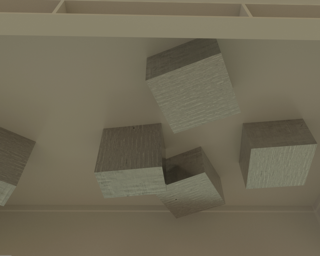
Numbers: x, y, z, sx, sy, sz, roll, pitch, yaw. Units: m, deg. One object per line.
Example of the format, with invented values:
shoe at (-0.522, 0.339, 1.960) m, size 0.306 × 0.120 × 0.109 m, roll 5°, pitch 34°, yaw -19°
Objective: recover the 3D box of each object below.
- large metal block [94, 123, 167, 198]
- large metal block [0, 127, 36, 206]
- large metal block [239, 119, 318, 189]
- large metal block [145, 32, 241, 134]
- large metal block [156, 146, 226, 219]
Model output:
large metal block at (-0.035, 0.042, 0.408) m, size 0.080 × 0.080 × 0.050 m, roll -6°, pitch 130°, yaw 4°
large metal block at (-0.223, 0.044, 0.407) m, size 0.080 × 0.080 × 0.050 m, roll 28°, pitch 125°, yaw -22°
large metal block at (0.157, 0.037, 0.426) m, size 0.080 × 0.050 × 0.080 m, roll -4°, pitch 130°, yaw 3°
large metal block at (0.038, -0.049, 0.352) m, size 0.080 × 0.050 × 0.080 m, roll -18°, pitch 128°, yaw 14°
large metal block at (0.042, 0.084, 0.465) m, size 0.080 × 0.050 × 0.080 m, roll -22°, pitch 127°, yaw 17°
